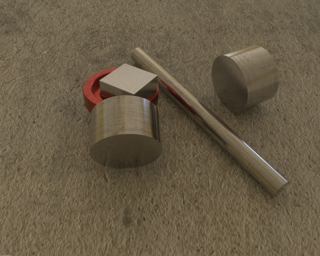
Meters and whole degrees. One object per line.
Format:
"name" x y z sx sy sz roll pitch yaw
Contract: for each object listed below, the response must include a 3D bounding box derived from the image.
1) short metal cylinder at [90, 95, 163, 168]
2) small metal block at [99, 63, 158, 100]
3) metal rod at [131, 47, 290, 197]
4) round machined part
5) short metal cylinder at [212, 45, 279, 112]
"short metal cylinder" -0.039 0.007 0.358 0.081 0.080 0.050 -4 58 -4
"small metal block" -0.038 -0.052 0.383 0.050 0.025 0.050 24 45 22
"metal rod" 0.049 -0.026 0.424 0.025 0.025 0.300 -28 56 -22
"round machined part" -0.051 -0.039 0.418 0.099 0.042 0.098 2 41 -1
"short metal cylinder" 0.115 -0.068 0.425 0.050 0.080 0.080 -22 53 -17
